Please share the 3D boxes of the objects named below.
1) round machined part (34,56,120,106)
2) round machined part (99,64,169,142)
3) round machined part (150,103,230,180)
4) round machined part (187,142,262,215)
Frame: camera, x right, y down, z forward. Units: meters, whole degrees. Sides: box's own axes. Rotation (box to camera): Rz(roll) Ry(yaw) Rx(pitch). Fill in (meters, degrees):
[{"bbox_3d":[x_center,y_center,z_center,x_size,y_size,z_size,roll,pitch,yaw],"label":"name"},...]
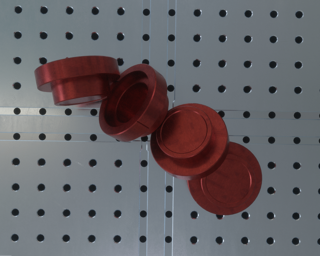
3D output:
[{"bbox_3d":[-0.097,-0.053,0.377,0.098,0.098,0.042,-11,90,0],"label":"round machined part"},{"bbox_3d":[-0.028,-0.027,0.387,0.042,0.098,0.098,33,90,-40],"label":"round machined part"},{"bbox_3d":[0.034,0.012,0.384,0.098,0.042,0.098,-7,64,15],"label":"round machined part"},{"bbox_3d":[0.085,0.066,0.405,0.099,0.042,0.097,0,90,0],"label":"round machined part"}]
